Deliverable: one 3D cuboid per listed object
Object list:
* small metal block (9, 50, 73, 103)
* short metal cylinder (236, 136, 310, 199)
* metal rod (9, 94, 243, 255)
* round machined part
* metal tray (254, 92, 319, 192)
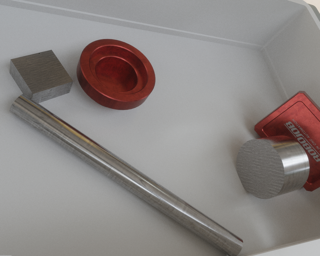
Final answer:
[{"bbox_3d":[-0.141,-0.061,0.367,0.050,0.025,0.050,-28,77,-38],"label":"small metal block"},{"bbox_3d":[0.152,0.052,0.423,0.050,0.080,0.080,-6,65,-31],"label":"short metal cylinder"},{"bbox_3d":[-0.032,0.058,0.353,0.301,0.025,0.025,35,51,-6],"label":"metal rod"},{"bbox_3d":[-0.059,-0.065,0.404,0.099,0.042,0.098,14,56,-21],"label":"round machined part"},{"bbox_3d":[0.221,0.020,0.471,0.130,0.090,0.030,51,28,8],"label":"metal tray"}]
